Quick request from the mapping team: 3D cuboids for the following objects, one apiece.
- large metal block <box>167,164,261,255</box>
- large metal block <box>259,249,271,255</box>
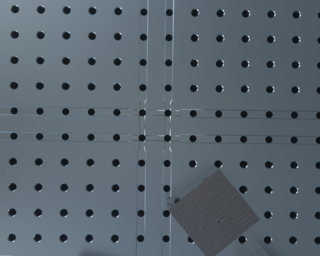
[{"bbox_3d":[0.066,0.106,0.402,0.080,0.050,0.080,-39,91,0],"label":"large metal block"},{"bbox_3d":[0.158,0.213,0.388,0.080,0.080,0.050,40,90,-1],"label":"large metal block"}]
